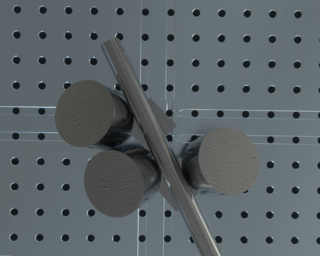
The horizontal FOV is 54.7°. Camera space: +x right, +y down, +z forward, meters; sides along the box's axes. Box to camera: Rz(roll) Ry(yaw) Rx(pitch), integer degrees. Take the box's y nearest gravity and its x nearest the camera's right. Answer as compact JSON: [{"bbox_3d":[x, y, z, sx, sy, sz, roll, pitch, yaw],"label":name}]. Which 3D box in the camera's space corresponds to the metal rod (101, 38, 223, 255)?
[{"bbox_3d":[0.002,0.029,0.384,0.025,0.025,0.299,-26,90,0],"label":"metal rod"}]

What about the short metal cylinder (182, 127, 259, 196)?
[{"bbox_3d":[0.074,0.044,0.385,0.081,0.050,0.080,5,74,-18],"label":"short metal cylinder"}]

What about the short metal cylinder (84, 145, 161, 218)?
[{"bbox_3d":[-0.045,0.063,0.383,0.080,0.050,0.079,2,95,22],"label":"short metal cylinder"}]

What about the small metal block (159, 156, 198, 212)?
[{"bbox_3d":[0.024,0.073,0.410,0.050,0.025,0.050,-40,90,0],"label":"small metal block"}]

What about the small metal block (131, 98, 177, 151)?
[{"bbox_3d":[-0.014,-0.004,0.410,0.050,0.025,0.050,-43,90,0],"label":"small metal block"}]

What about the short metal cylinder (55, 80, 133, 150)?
[{"bbox_3d":[-0.080,-0.014,0.383,0.080,0.050,0.080,-3,81,20],"label":"short metal cylinder"}]
